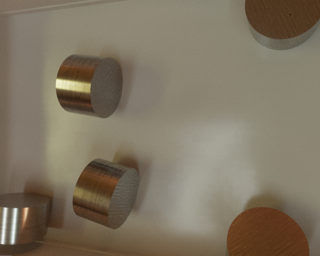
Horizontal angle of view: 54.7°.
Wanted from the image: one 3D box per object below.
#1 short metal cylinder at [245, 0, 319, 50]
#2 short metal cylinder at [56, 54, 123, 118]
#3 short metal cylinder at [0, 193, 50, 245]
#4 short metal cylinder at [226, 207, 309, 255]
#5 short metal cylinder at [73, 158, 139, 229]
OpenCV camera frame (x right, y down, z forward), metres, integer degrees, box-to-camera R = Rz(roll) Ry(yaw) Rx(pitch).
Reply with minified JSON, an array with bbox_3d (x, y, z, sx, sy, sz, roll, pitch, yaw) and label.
[{"bbox_3d":[0.139,-0.133,0.348,0.080,0.050,0.080,0,90,20],"label":"short metal cylinder"},{"bbox_3d":[-0.092,-0.056,0.414,0.050,0.080,0.079,10,94,20],"label":"short metal cylinder"},{"bbox_3d":[-0.206,0.130,0.454,0.080,0.080,0.050,6,92,20],"label":"short metal cylinder"},{"bbox_3d":[0.113,0.134,0.337,0.080,0.050,0.080,-5,53,7],"label":"short metal cylinder"},{"bbox_3d":[-0.068,0.085,0.405,0.050,0.080,0.080,14,95,19],"label":"short metal cylinder"}]
